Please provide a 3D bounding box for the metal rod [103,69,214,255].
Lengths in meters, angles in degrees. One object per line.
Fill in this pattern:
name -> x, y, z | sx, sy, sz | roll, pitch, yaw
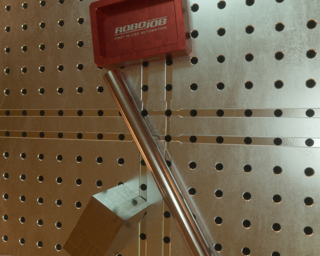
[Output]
metal rod -> -0.001, 0.056, 0.412 | 0.025, 0.025, 0.299 | -30, 81, 17

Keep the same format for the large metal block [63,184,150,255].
large metal block -> -0.067, 0.127, 0.406 | 0.050, 0.080, 0.080 | 33, 101, 16

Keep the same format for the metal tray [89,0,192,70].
metal tray -> -0.028, -0.135, 0.418 | 0.130, 0.030, 0.089 | -6, 88, 19
